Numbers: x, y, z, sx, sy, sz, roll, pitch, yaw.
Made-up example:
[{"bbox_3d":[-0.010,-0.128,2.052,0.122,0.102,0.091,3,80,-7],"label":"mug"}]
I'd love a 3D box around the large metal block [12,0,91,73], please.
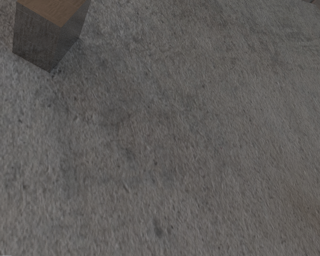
[{"bbox_3d":[-0.131,-0.129,0.377,0.050,0.080,0.080,30,52,-10],"label":"large metal block"}]
